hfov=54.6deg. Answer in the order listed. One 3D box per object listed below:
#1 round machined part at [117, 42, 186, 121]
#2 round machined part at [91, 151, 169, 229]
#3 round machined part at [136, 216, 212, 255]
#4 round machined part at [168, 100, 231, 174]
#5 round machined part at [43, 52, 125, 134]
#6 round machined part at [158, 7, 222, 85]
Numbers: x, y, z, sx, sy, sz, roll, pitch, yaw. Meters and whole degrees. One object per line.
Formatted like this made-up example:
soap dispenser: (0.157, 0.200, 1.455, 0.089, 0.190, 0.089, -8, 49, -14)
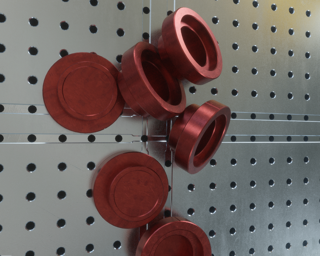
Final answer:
round machined part: (-0.013, -0.052, 0.380, 0.098, 0.042, 0.098, 39, 36, -36)
round machined part: (-0.034, 0.079, 0.391, 0.099, 0.042, 0.097, 0, 90, -20)
round machined part: (0.015, 0.165, 0.409, 0.099, 0.042, 0.097, 0, 90, -20)
round machined part: (0.048, 0.007, 0.402, 0.042, 0.098, 0.098, 30, 77, 26)
round machined part: (-0.088, -0.042, 0.371, 0.099, 0.042, 0.097, 0, 90, -20)
round machined part: (0.035, -0.100, 0.401, 0.098, 0.042, 0.098, 25, 55, -40)
